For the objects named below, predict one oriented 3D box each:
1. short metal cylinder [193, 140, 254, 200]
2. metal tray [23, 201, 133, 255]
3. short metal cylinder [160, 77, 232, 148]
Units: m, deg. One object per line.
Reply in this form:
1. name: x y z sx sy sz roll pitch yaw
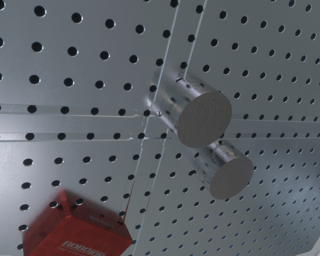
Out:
1. short metal cylinder: 0.100 0.066 0.491 0.081 0.050 0.079 -14 124 -21
2. metal tray: -0.115 0.167 0.449 0.090 0.030 0.130 -47 129 4
3. short metal cylinder: 0.047 -0.020 0.408 0.081 0.050 0.079 -14 124 -21
